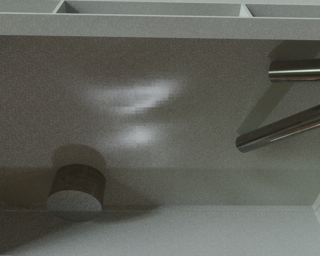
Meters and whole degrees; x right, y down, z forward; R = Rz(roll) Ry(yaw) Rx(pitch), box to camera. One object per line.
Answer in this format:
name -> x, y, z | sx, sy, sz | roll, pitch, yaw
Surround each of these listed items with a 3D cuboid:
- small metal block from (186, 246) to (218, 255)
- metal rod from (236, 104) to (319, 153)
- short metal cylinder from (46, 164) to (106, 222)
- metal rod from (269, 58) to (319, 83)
small metal block -> 0.087, 0.276, 0.649 | 0.050, 0.025, 0.050 | 18, 128, -16
metal rod -> 0.182, -0.019, 0.306 | 0.025, 0.025, 0.299 | 23, 154, -19
short metal cylinder -> -0.127, 0.101, 0.477 | 0.081, 0.050, 0.079 | 0, 130, 0
metal rod -> 0.238, -0.051, 0.254 | 0.300, 0.025, 0.025 | 7, 144, 45
